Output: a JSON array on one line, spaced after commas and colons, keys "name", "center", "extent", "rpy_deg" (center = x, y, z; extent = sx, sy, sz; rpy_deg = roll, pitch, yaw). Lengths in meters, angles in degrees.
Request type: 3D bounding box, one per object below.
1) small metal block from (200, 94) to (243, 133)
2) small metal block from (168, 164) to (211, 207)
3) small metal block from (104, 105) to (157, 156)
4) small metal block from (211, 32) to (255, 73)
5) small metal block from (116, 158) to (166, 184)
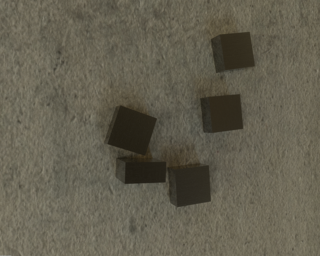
[{"name": "small metal block", "center": [0.088, -0.021, 0.443], "extent": [0.050, 0.025, 0.050], "rpy_deg": [-7, 93, -20]}, {"name": "small metal block", "center": [0.040, 0.077, 0.425], "extent": [0.050, 0.025, 0.050], "rpy_deg": [-4, 92, -20]}, {"name": "small metal block", "center": [-0.038, 0.004, 0.396], "extent": [0.050, 0.025, 0.050], "rpy_deg": [19, 83, -19]}, {"name": "small metal block", "center": [0.106, -0.109, 0.449], "extent": [0.050, 0.025, 0.050], "rpy_deg": [-11, 94, -20]}, {"name": "small metal block", "center": [-0.025, 0.052, 0.387], "extent": [0.050, 0.050, 0.025], "rpy_deg": [2, 90, -20]}]
